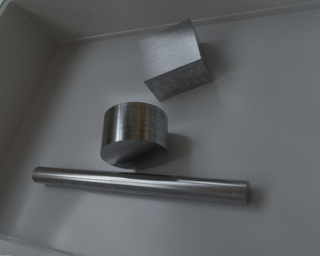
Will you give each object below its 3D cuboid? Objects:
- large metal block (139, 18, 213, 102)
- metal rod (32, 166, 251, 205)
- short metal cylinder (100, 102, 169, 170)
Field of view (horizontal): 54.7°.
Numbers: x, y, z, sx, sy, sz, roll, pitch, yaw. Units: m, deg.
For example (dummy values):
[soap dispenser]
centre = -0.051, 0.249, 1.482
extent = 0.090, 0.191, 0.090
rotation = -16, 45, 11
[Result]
[large metal block]
centre = 0.020, -0.095, 0.436
extent = 0.080, 0.050, 0.080
rotation = -19, 54, 16
[metal rod]
centre = -0.043, 0.067, 0.385
extent = 0.300, 0.025, 0.025
rotation = -1, 62, 27
[short metal cylinder]
centre = -0.030, 0.012, 0.378
extent = 0.080, 0.080, 0.050
rotation = -14, 56, 20
